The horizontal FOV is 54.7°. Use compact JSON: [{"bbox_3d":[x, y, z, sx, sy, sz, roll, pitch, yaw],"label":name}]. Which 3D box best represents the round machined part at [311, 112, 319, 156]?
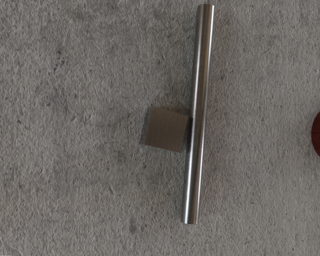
[{"bbox_3d":[0.306,0.010,0.516,0.099,0.042,0.097,0,90,-21],"label":"round machined part"}]

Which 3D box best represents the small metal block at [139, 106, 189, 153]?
[{"bbox_3d":[0.005,0.003,0.412,0.050,0.025,0.050,15,85,-20],"label":"small metal block"}]

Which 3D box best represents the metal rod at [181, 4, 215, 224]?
[{"bbox_3d":[0.053,-0.020,0.429,0.025,0.025,0.298,5,88,-20],"label":"metal rod"}]
